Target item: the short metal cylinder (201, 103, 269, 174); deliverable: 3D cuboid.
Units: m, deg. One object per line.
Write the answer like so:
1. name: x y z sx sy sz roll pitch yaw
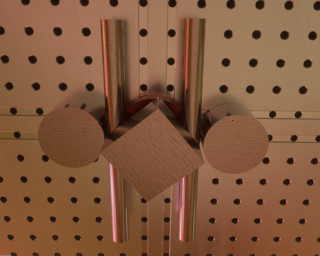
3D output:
1. short metal cylinder: 0.094 0.013 0.405 0.081 0.050 0.079 0 110 0

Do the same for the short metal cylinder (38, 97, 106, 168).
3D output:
1. short metal cylinder: -0.108 0.004 0.400 0.081 0.050 0.079 0 110 0

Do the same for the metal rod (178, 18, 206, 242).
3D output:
1. metal rod: 0.039 0.017 0.398 0.025 0.025 0.298 0 110 0

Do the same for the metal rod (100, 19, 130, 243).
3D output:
1. metal rod: -0.055 0.019 0.397 0.025 0.025 0.298 0 110 0

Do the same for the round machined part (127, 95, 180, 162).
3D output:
1. round machined part: -0.008 0.009 0.408 0.099 0.042 0.097 0 110 0

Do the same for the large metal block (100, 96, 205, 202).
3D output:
1. large metal block: -0.008 0.024 0.358 0.080 0.050 0.080 -36 106 12
